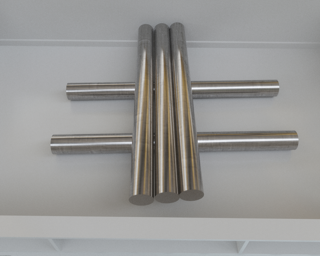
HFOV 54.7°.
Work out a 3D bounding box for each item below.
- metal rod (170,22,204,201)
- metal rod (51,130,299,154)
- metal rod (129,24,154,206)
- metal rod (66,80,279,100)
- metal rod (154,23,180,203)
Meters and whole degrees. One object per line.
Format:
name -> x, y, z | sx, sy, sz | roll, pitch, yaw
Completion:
metal rod -> 0.030, -0.047, 0.409 | 0.025, 0.025, 0.300 | -1, 50, -1
metal rod -> 0.019, 0.018, 0.389 | 0.302, 0.025, 0.025 | -1, 50, -1
metal rod -> -0.021, -0.043, 0.405 | 0.025, 0.025, 0.300 | -1, 50, -1
metal rod -> 0.019, -0.056, 0.450 | 0.302, 0.025, 0.025 | -1, 50, -1
metal rod -> 0.005, -0.045, 0.407 | 0.025, 0.025, 0.300 | -1, 50, -1
